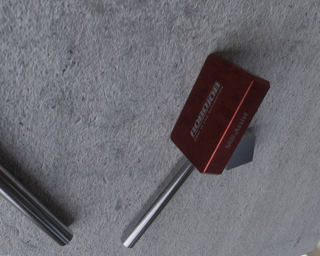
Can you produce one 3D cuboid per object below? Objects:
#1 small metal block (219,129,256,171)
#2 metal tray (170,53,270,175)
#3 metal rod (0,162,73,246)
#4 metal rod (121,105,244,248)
[{"bbox_3d":[0.122,0.034,0.495,0.050,0.025,0.050,-16,125,-19],"label":"small metal block"},{"bbox_3d":[0.069,-0.018,0.391,0.030,0.090,0.129,12,112,-33],"label":"metal tray"},{"bbox_3d":[-0.183,0.046,0.335,0.025,0.025,0.299,-32,129,-8],"label":"metal rod"},{"bbox_3d":[0.036,0.062,0.465,0.025,0.025,0.299,29,102,-38],"label":"metal rod"}]
